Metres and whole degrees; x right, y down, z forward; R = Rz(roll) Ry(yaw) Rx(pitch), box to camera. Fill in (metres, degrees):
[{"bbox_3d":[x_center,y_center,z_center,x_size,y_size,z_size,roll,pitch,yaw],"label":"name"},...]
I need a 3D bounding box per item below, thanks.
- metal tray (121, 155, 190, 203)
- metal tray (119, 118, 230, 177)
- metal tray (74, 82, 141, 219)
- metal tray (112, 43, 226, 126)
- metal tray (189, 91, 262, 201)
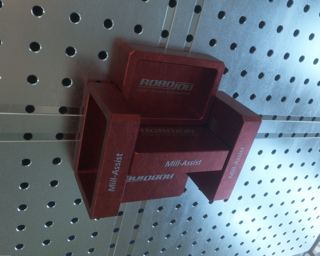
[{"bbox_3d":[-0.019,0.057,0.433,0.131,0.030,0.089,0,118,-29],"label":"metal tray"},{"bbox_3d":[0.008,0.018,0.384,0.131,0.090,0.030,1,118,-29],"label":"metal tray"},{"bbox_3d":[-0.065,0.024,0.349,0.030,0.090,0.129,1,118,-29],"label":"metal tray"},{"bbox_3d":[0.010,-0.049,0.384,0.131,0.030,0.089,0,118,-29],"label":"metal tray"},{"bbox_3d":[0.078,0.023,0.427,0.030,0.090,0.129,1,118,-29],"label":"metal tray"}]
